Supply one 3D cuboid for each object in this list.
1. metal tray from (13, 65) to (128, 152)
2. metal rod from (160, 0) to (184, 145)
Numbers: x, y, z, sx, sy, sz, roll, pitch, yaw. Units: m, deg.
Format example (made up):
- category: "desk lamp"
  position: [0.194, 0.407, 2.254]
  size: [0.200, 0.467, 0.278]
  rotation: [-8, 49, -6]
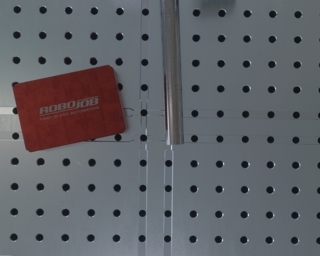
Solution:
- category: "metal tray"
  position: [-0.116, -0.025, 0.410]
  size: [0.131, 0.030, 0.089]
  rotation: [-12, 90, 0]
- category: "metal rod"
  position: [0.014, -0.127, 0.413]
  size: [0.025, 0.025, 0.298]
  rotation: [-2, 90, 0]
